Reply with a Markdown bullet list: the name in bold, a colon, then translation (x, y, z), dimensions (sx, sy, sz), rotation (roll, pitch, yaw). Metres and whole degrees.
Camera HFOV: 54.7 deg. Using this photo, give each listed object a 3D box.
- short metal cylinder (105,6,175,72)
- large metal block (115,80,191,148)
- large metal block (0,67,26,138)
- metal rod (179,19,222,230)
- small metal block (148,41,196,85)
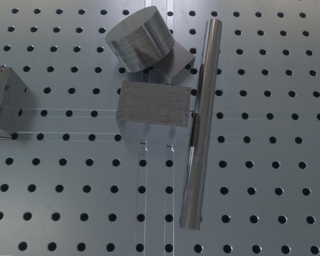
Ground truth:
- **short metal cylinder**: translation (-0.027, -0.121, 0.421), dimensions (0.080, 0.050, 0.080), rotation (-24, 34, 17)
- **large metal block**: translation (-0.007, -0.015, 0.388), dimensions (0.080, 0.080, 0.050), rotation (6, 70, 2)
- **large metal block**: translation (-0.236, -0.036, 0.410), dimensions (0.080, 0.050, 0.080), rotation (4, 70, 1)
- **metal rod**: translation (0.058, -0.019, 0.418), dimensions (0.025, 0.025, 0.299), rotation (9, 70, 3)
- **small metal block**: translation (0.014, -0.096, 0.447), dimensions (0.050, 0.025, 0.050), rotation (42, 75, 13)
